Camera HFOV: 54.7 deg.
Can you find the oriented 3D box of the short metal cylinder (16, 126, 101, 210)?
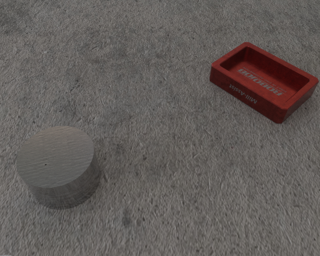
[{"bbox_3d":[-0.111,0.044,0.349,0.081,0.050,0.080,0,50,0],"label":"short metal cylinder"}]

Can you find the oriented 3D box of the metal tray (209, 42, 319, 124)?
[{"bbox_3d":[0.151,-0.072,0.461,0.091,0.030,0.130,-36,59,-26],"label":"metal tray"}]
